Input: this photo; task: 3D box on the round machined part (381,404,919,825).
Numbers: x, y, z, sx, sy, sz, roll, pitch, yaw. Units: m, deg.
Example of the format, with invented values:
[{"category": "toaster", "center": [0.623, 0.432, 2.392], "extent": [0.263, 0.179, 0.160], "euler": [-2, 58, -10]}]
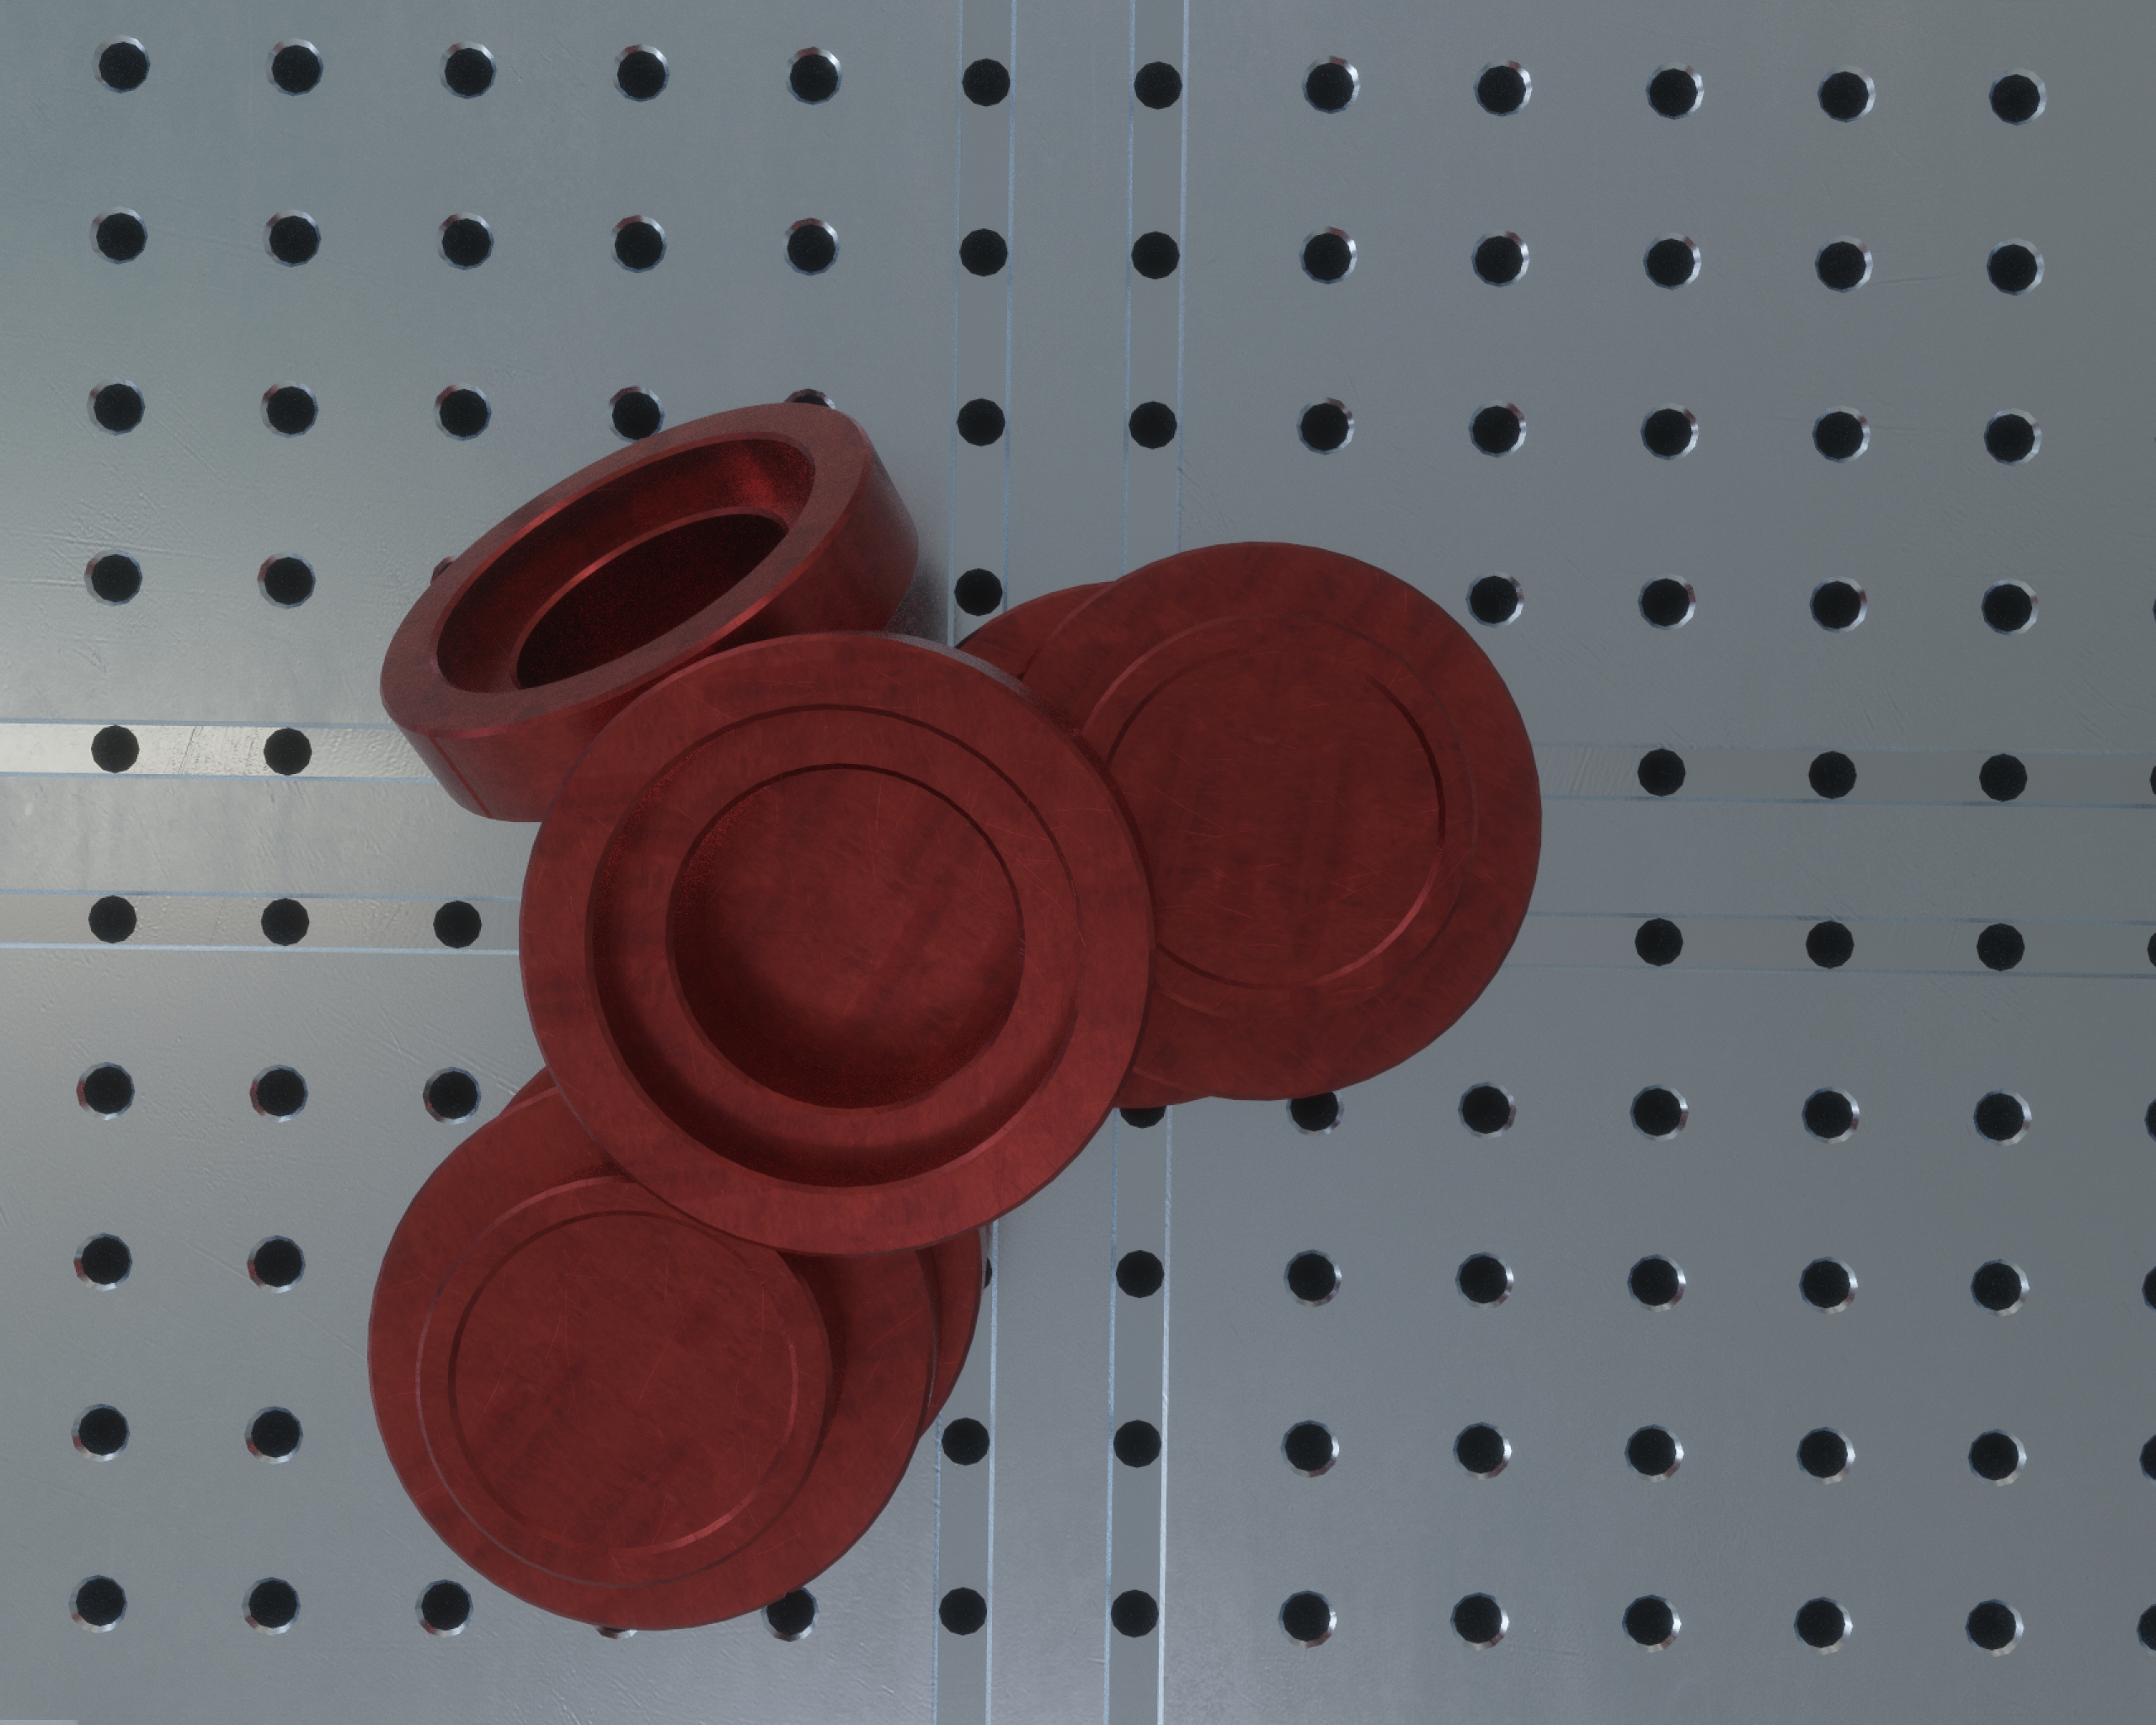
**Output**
[{"category": "round machined part", "center": [-0.074, -0.040, 0.385], "extent": [0.098, 0.098, 0.042], "euler": [-27, 125, 0]}]

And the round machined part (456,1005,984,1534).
[{"category": "round machined part", "center": [-0.067, 0.075, 0.384], "extent": [0.099, 0.042, 0.097], "euler": [0, 90, 0]}]

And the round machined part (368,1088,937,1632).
[{"category": "round machined part", "center": [-0.074, 0.085, 0.362], "extent": [0.099, 0.042, 0.097], "euler": [0, 90, 0]}]

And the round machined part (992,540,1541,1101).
[{"category": "round machined part", "center": [0.032, -0.007, 0.362], "extent": [0.099, 0.042, 0.097], "euler": [0, 89, 0]}]

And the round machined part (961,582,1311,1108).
[{"category": "round machined part", "center": [0.010, -0.003, 0.384], "extent": [0.099, 0.042, 0.097], "euler": [0, 90, 0]}]

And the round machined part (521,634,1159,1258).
[{"category": "round machined part", "center": [-0.036, 0.011, 0.341], "extent": [0.098, 0.042, 0.097], "euler": [0, 98, 3]}]
